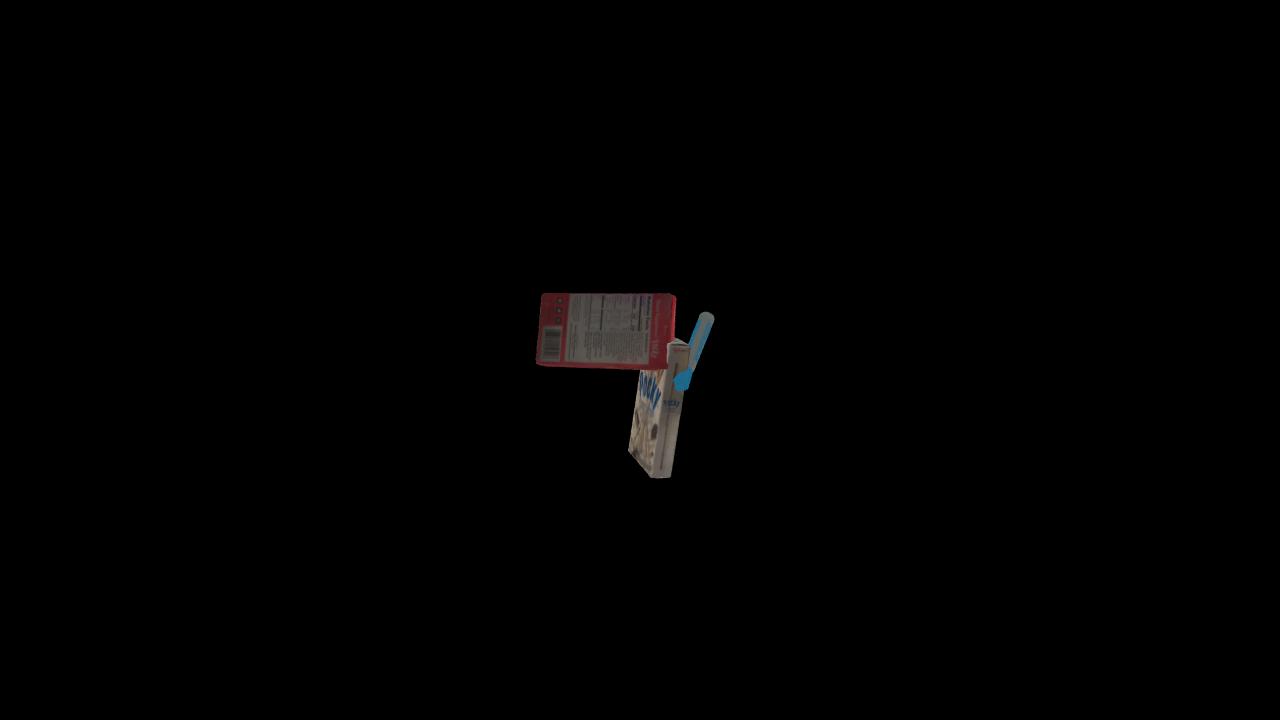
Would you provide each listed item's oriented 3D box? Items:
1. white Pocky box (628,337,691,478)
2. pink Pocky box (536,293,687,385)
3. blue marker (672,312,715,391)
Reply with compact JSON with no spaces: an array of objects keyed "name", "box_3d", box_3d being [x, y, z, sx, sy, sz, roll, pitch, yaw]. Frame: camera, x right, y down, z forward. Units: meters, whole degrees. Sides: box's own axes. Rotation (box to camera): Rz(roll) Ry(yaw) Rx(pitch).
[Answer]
[{"name":"white Pocky box","box_3d":[0.021,0.049,0.704,0.028,0.154,0.084,4,12,-20]},{"name":"pink Pocky box","box_3d":[-0.038,-0.032,0.688,0.155,0.084,0.029,2,-7,15]},{"name":"blue marker","box_3d":[0.061,-0.010,0.694,0.020,0.020,0.121,0,42,26]}]
